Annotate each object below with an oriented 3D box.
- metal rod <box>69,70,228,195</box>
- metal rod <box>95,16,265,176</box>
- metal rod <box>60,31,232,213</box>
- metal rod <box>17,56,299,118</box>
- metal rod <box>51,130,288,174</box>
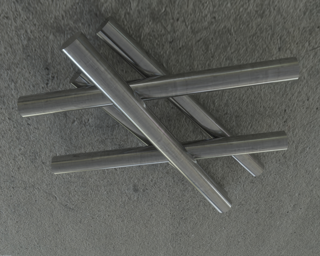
[{"bbox_3d":[0.002,0.026,0.430,0.025,0.025,0.300,-33,123,25],"label":"metal rod"},{"bbox_3d":[0.043,-0.022,0.390,0.025,0.025,0.301,-35,122,26],"label":"metal rod"},{"bbox_3d":[0.005,0.015,0.357,0.025,0.025,0.300,-28,126,21],"label":"metal rod"},{"bbox_3d":[-0.007,-0.043,0.339,0.302,0.025,0.025,-7,130,5],"label":"metal rod"},{"bbox_3d":[0.009,0.033,0.404,0.302,0.025,0.025,-7,130,5],"label":"metal rod"}]
